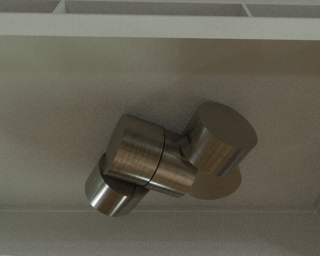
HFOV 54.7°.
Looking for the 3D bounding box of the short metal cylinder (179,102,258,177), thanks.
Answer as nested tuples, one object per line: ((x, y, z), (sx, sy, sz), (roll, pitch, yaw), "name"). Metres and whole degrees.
((0.071, 0.013, 0.383), (0.081, 0.080, 0.050), (18, 128, -15), "short metal cylinder")

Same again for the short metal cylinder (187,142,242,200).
((0.071, 0.058, 0.440), (0.081, 0.050, 0.079), (0, 130, 0), "short metal cylinder")

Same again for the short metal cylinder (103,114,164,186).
((-0.035, 0.028, 0.394), (0.050, 0.080, 0.079), (20, 127, -17), "short metal cylinder")

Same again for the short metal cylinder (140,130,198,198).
((0.011, 0.047, 0.412), (0.050, 0.080, 0.079), (21, 127, -17), "short metal cylinder")

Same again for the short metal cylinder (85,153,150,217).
((-0.058, 0.076, 0.435), (0.080, 0.080, 0.050), (23, 126, -19), "short metal cylinder")
